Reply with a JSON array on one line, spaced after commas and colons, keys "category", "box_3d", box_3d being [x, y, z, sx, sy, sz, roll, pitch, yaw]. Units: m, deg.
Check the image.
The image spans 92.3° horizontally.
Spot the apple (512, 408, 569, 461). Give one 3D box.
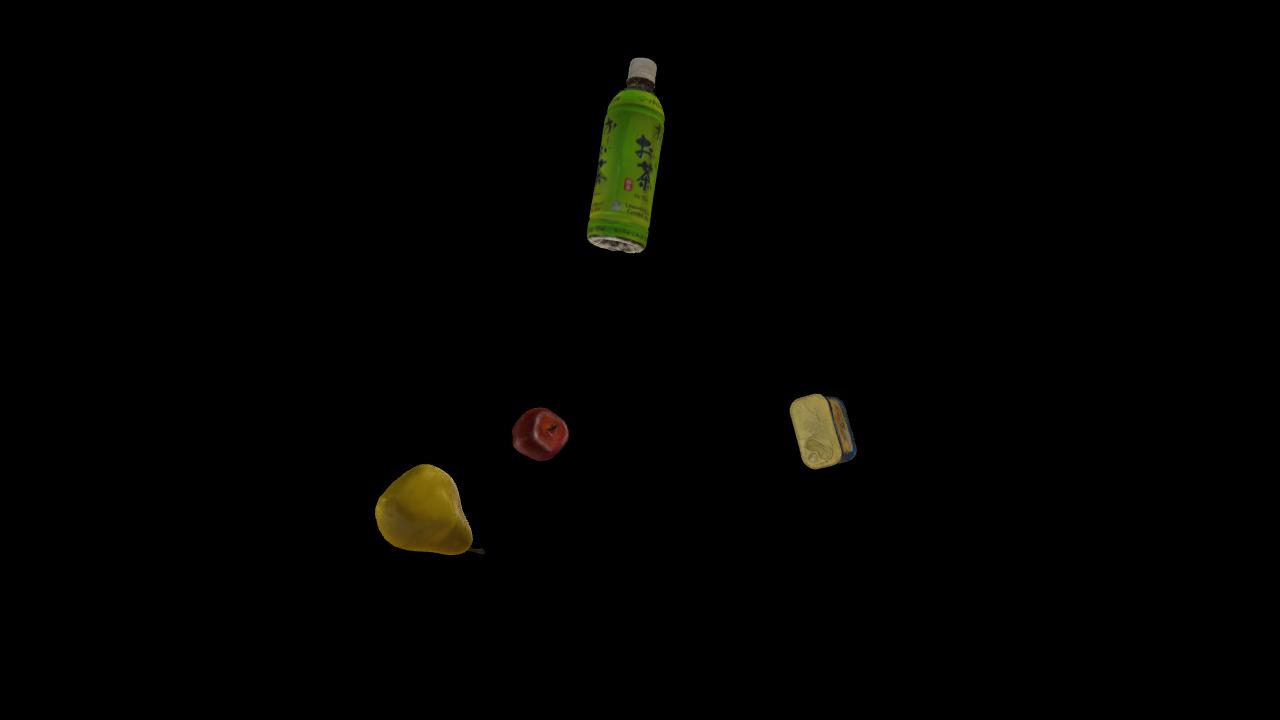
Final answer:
[{"category": "apple", "box_3d": [-0.148, 0.110, 0.908, 0.079, 0.079, 0.093, 0, -16, -40]}]

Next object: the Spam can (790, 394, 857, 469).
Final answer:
[{"category": "Spam can", "box_3d": [0.266, 0.101, 0.884, 0.058, 0.101, 0.085, -19, -14, 33]}]

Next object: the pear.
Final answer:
[{"category": "pear", "box_3d": [-0.191, 0.155, 0.576, 0.080, 0.111, 0.080, -35, 12, 8]}]

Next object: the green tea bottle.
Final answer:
[{"category": "green tea bottle", "box_3d": [-0.012, -0.231, 0.695, 0.073, 0.212, 0.073, 8, -3, 0]}]
